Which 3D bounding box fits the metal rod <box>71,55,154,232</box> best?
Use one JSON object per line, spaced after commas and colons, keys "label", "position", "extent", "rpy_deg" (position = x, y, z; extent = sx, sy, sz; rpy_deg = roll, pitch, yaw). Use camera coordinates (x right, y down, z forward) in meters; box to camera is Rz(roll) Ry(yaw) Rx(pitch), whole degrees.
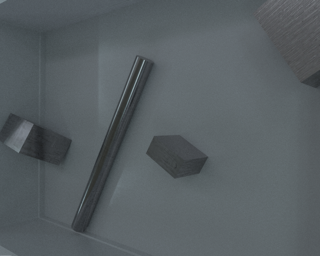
{"label": "metal rod", "position": [-0.078, 0.035, 0.468], "extent": [0.025, 0.025, 0.298], "rpy_deg": [37, 112, 33]}

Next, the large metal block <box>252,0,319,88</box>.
{"label": "large metal block", "position": [0.144, -0.093, 0.271], "extent": [0.080, 0.050, 0.080], "rpy_deg": [-38, 67, 33]}

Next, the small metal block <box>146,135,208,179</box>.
{"label": "small metal block", "position": [0.021, 0.033, 0.372], "extent": [0.050, 0.050, 0.025], "rpy_deg": [38, 113, 33]}

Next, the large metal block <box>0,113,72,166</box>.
{"label": "large metal block", "position": [-0.218, 0.020, 0.539], "extent": [0.080, 0.080, 0.050], "rpy_deg": [19, 81, 38]}
